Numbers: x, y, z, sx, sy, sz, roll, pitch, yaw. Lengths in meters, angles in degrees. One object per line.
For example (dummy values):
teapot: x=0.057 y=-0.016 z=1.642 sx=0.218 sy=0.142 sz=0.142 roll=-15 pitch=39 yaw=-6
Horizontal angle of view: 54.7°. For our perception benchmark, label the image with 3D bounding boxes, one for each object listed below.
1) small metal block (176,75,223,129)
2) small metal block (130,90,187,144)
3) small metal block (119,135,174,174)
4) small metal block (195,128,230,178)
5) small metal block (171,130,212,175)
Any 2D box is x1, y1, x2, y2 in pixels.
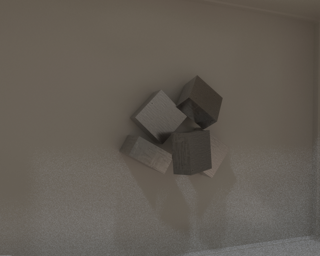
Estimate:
small metal block: x=0.055 y=-0.035 z=0.418 sx=0.050 sy=0.025 sz=0.050 roll=39 pitch=45 yaw=-17
small metal block: x=-0.002 y=-0.014 z=0.408 sx=0.050 sy=0.025 sz=0.050 roll=45 pitch=76 yaw=-15
small metal block: x=-0.018 y=0.032 z=0.389 sx=0.050 sy=0.050 sz=0.025 roll=31 pitch=80 yaw=-18
small metal block: x=0.061 y=0.034 z=0.432 sx=0.050 sy=0.025 sz=0.050 roll=37 pitch=78 yaw=-17
small metal block: x=0.040 y=0.029 z=0.386 sx=0.050 sy=0.025 sz=0.050 roll=-5 pitch=92 yaw=-52
